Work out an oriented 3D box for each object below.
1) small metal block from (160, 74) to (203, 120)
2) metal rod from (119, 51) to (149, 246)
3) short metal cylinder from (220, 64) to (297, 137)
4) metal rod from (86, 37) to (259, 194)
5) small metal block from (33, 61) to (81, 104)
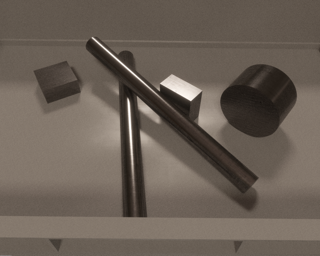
[{"bbox_3d":[0.027,-0.037,0.421,0.050,0.050,0.025,33,57,24],"label":"small metal block"},{"bbox_3d":[-0.039,-0.001,0.405,0.025,0.025,0.300,-4,50,-4],"label":"metal rod"},{"bbox_3d":[0.126,-0.035,0.400,0.080,0.080,0.050,32,57,23],"label":"short metal cylinder"},{"bbox_3d":[0.002,-0.030,0.406,0.025,0.025,0.300,-36,66,-26],"label":"metal rod"},{"bbox_3d":[-0.153,-0.069,0.461,0.050,0.025,0.050,-23,54,-19],"label":"small metal block"}]
